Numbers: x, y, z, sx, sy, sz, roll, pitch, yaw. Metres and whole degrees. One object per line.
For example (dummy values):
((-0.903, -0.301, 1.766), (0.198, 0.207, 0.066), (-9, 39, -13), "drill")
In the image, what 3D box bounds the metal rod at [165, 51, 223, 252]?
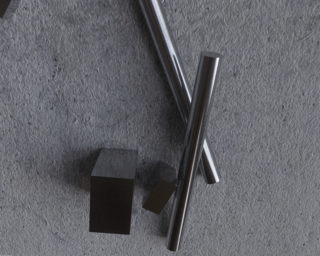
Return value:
((0.038, 0.050, 0.407), (0.025, 0.025, 0.298), (6, 118, -3), "metal rod")

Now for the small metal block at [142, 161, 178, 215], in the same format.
((-0.001, 0.081, 0.427), (0.025, 0.050, 0.050), (27, 108, -10), "small metal block")

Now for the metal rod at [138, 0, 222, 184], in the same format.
((0.023, -0.059, 0.388), (0.025, 0.025, 0.298), (-19, 109, 6), "metal rod")

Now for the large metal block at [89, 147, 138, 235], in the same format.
((-0.059, 0.080, 0.409), (0.050, 0.080, 0.079), (5, 110, -2), "large metal block")

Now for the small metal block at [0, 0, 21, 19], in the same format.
((-0.184, -0.160, 0.348), (0.050, 0.025, 0.050), (34, 106, -12), "small metal block")
